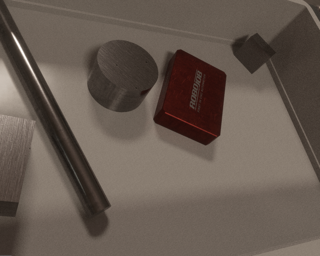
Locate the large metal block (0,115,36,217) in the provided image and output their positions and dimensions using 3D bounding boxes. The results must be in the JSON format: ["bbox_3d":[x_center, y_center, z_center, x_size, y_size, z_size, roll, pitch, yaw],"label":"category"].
[{"bbox_3d":[-0.165,0.032,0.282,0.081,0.050,0.080,12,57,-22],"label":"large metal block"}]

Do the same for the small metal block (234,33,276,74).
[{"bbox_3d":[0.174,-0.136,0.569,0.050,0.050,0.025,49,51,6],"label":"small metal block"}]

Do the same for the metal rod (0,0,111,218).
[{"bbox_3d":[-0.137,-0.038,0.355,0.025,0.025,0.299,-21,73,-36],"label":"metal rod"}]

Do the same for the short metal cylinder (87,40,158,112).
[{"bbox_3d":[-0.049,-0.067,0.406,0.081,0.050,0.080,14,56,-21],"label":"short metal cylinder"}]

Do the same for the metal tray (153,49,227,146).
[{"bbox_3d":[0.049,-0.048,0.460,0.090,0.030,0.130,24,53,-14],"label":"metal tray"}]
